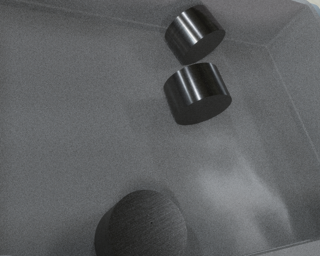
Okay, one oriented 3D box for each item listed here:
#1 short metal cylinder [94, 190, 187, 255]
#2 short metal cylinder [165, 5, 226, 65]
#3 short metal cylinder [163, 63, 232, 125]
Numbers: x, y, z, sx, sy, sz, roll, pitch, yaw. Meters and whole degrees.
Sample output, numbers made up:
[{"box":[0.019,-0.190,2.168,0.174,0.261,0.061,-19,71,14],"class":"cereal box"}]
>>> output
[{"box":[-0.020,0.109,0.312,0.081,0.050,0.080,14,56,-21],"class":"short metal cylinder"},{"box":[0.055,-0.145,0.488,0.081,0.080,0.050,-25,75,-37],"class":"short metal cylinder"},{"box":[0.051,-0.045,0.425,0.081,0.080,0.050,-6,65,-31],"class":"short metal cylinder"}]
